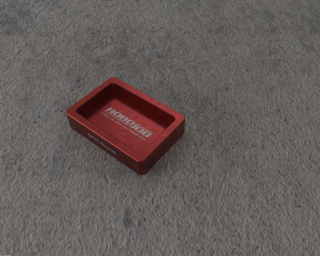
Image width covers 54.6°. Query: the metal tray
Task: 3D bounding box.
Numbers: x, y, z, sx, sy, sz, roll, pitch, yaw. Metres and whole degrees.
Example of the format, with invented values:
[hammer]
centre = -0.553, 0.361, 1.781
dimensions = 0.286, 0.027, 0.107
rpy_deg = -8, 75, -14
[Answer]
[metal tray]
centre = -0.044, -0.008, 0.406
dimensions = 0.130, 0.030, 0.090
rpy_deg = 31, 56, 23
